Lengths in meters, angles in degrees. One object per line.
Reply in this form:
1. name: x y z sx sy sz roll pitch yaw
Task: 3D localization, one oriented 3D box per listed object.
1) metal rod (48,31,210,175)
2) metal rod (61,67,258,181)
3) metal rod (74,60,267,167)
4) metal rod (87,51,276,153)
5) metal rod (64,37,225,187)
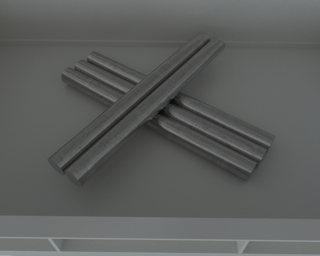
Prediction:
1. metal rod: -0.022 -0.050 0.412 0.025 0.025 0.301 30 56 23
2. metal rod: -0.016 -0.014 0.415 0.300 0.025 0.025 28 55 21
3. metal rod: 0.000 -0.029 0.427 0.300 0.025 0.025 28 55 21
4. metal rod: 0.015 -0.045 0.441 0.300 0.025 0.025 28 56 21
5. metal rod: -0.001 -0.038 0.403 0.025 0.025 0.301 30 56 23
